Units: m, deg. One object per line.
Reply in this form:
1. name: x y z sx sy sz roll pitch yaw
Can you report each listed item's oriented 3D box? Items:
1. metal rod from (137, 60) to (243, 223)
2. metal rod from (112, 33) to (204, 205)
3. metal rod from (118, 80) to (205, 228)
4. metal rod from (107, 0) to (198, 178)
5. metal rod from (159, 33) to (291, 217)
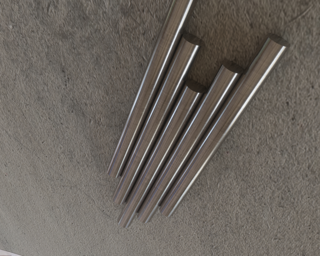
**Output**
1. metal rod: 0.025 0.040 0.418 0.025 0.025 0.298 32 129 7
2. metal rod: -0.016 0.011 0.422 0.025 0.025 0.298 32 128 7
3. metal rod: -0.010 0.057 0.448 0.025 0.025 0.298 32 128 7
4. metal rod: -0.020 -0.037 0.395 0.025 0.025 0.298 32 129 7
5. metal rod: 0.062 0.021 0.387 0.025 0.025 0.298 32 129 7
